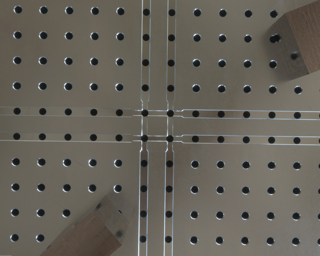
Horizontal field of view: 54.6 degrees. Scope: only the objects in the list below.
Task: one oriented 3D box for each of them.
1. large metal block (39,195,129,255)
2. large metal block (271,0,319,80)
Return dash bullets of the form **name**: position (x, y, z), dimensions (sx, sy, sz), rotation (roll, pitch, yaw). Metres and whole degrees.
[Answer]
- **large metal block**: position (-0.089, 0.137, 0.385), dimensions (0.080, 0.080, 0.050), rotation (-40, 90, 0)
- **large metal block**: position (0.204, -0.117, 0.402), dimensions (0.080, 0.050, 0.080), rotation (-21, 90, 0)
